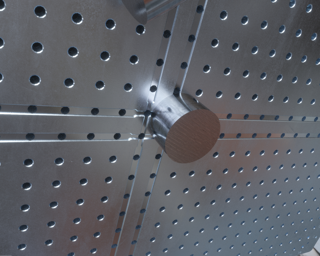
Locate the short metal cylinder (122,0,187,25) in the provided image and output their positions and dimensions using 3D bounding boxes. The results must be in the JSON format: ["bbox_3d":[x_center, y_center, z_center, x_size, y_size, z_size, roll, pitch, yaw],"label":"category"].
[{"bbox_3d":[-0.012,-0.143,0.280,0.050,0.080,0.080,-33,129,-7],"label":"short metal cylinder"}]

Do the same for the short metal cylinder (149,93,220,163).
[{"bbox_3d":[0.032,0.000,0.413,0.081,0.050,0.079,-14,124,-21],"label":"short metal cylinder"}]
